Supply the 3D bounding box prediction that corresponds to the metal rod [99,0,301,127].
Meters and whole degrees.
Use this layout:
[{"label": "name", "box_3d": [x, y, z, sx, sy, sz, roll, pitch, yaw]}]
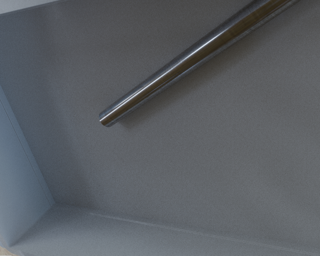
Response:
[{"label": "metal rod", "box_3d": [0.027, -0.071, 0.350, 0.299, 0.025, 0.025, -30, 102, 37]}]
